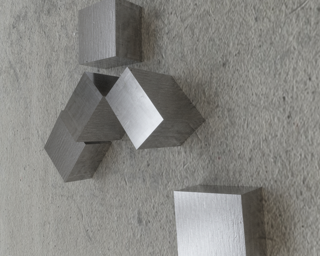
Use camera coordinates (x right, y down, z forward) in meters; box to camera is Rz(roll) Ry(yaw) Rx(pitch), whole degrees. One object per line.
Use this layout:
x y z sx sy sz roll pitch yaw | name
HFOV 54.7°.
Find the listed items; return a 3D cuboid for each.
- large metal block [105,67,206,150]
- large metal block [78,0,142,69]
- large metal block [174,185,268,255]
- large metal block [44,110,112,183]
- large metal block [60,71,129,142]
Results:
-0.005 -0.023 0.373 0.050 0.081 0.080 -48 61 29 | large metal block
-0.073 -0.133 0.449 0.080 0.050 0.080 -1 90 40 | large metal block
0.065 0.106 0.335 0.080 0.050 0.080 -6 86 40 | large metal block
-0.134 0.028 0.500 0.080 0.050 0.080 48 118 29 | large metal block
-0.078 -0.027 0.434 0.050 0.081 0.080 51 120 27 | large metal block
